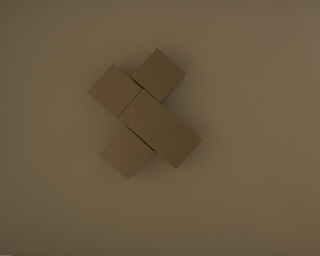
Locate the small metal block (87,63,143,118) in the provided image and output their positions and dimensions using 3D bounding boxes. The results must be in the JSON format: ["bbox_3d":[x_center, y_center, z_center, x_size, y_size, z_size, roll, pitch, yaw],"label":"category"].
[{"bbox_3d":[-0.058,-0.048,0.409,0.050,0.025,0.050,41,90,0],"label":"small metal block"}]

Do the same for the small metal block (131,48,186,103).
[{"bbox_3d":[-0.002,-0.067,0.409,0.050,0.025,0.050,42,89,0],"label":"small metal block"}]

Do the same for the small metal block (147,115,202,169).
[{"bbox_3d":[0.019,0.018,0.409,0.050,0.025,0.050,41,90,0],"label":"small metal block"}]

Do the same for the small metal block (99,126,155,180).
[{"bbox_3d":[-0.042,0.032,0.409,0.050,0.025,0.050,43,91,0],"label":"small metal block"}]

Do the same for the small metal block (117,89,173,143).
[{"bbox_3d":[-0.019,-0.015,0.408,0.050,0.025,0.050,41,90,0],"label":"small metal block"}]
